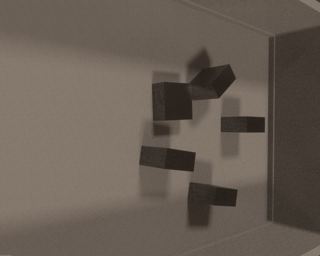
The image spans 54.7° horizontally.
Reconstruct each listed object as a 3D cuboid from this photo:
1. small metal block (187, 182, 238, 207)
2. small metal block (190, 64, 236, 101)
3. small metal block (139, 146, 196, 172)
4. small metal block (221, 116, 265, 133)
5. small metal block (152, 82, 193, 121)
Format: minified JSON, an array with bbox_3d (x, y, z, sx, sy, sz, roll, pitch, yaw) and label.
[{"bbox_3d":[0.078,0.098,0.458,0.050,0.050,0.025,15,81,-40],"label":"small metal block"},{"bbox_3d":[0.075,-0.066,0.455,0.050,0.050,0.025,-46,118,-30],"label":"small metal block"},{"bbox_3d":[0.010,0.040,0.400,0.050,0.050,0.025,12,83,-40],"label":"small metal block"},{"bbox_3d":[0.136,-0.005,0.507,0.050,0.050,0.025,0,90,-40],"label":"small metal block"},{"bbox_3d":[0.017,-0.036,0.423,0.050,0.025,0.050,-4,92,-40],"label":"small metal block"}]
